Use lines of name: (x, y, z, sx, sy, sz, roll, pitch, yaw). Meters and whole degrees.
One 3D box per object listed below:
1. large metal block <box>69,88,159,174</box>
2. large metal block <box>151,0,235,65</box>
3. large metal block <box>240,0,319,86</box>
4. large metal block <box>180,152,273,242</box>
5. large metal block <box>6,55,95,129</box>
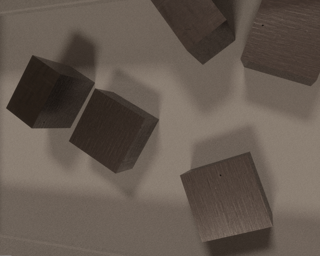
large metal block: (-0.061, 0.003, 0.418, 0.080, 0.050, 0.080, 32, 100, 17)
large metal block: (0.040, -0.129, 0.367, 0.050, 0.080, 0.080, -36, 79, 16)
large metal block: (0.145, -0.100, 0.346, 0.080, 0.050, 0.080, 21, 97, 18)
large metal block: (0.080, 0.080, 0.369, 0.080, 0.050, 0.080, -20, 84, 18)
large metal block: (-0.149, -0.046, 0.432, 0.050, 0.080, 0.080, 34, 101, 16)
